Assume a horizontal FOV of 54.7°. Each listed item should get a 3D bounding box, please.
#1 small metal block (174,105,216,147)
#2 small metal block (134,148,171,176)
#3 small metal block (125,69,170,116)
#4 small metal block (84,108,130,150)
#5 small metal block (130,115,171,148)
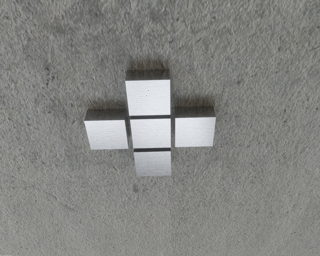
[{"bbox_3d":[0.045,-0.002,0.408,0.050,0.025,0.050,-1,130,0],"label":"small metal block"},{"bbox_3d":[-0.010,0.043,0.446,0.050,0.025,0.050,-2,130,1],"label":"small metal block"},{"bbox_3d":[-0.013,-0.043,0.372,0.050,0.025,0.050,-1,130,0],"label":"small metal block"},{"bbox_3d":[-0.068,0.002,0.409,0.050,0.025,0.050,-1,130,0],"label":"small metal block"},{"bbox_3d":[-0.011,0.000,0.409,0.050,0.025,0.050,-1,130,0],"label":"small metal block"}]
